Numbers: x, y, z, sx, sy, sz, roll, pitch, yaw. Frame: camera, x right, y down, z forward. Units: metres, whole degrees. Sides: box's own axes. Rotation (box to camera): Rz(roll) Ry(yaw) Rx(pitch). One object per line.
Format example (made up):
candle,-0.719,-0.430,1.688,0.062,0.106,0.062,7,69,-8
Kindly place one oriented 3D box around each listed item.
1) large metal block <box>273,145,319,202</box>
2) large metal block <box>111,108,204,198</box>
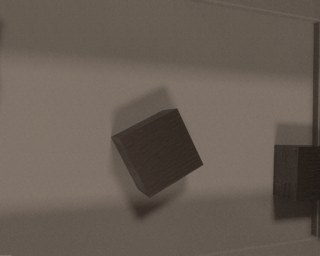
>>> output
large metal block,0.228,0.068,0.484,0.081,0.050,0.079,2,89,-20
large metal block,-0.004,0.029,0.397,0.081,0.050,0.080,-29,100,-18
